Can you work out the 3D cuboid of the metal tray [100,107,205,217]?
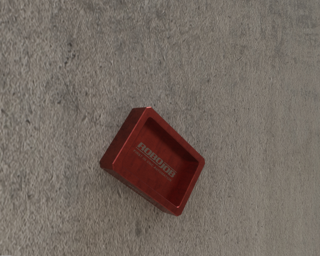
[{"bbox_3d":[-0.003,0.045,0.402,0.130,0.030,0.090,43,64,-32],"label":"metal tray"}]
